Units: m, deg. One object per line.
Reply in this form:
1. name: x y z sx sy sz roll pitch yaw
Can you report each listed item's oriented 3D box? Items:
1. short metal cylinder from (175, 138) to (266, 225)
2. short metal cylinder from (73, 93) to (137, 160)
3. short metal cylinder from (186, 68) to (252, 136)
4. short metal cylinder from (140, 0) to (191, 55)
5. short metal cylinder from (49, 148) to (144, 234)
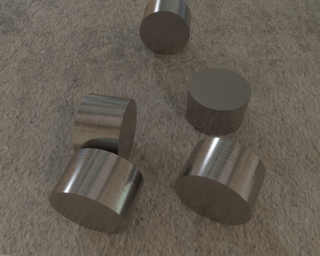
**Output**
1. short metal cylinder: 0.062 0.056 0.321 0.080 0.080 0.050 21 53 16
2. short metal cylinder: -0.062 0.002 0.365 0.050 0.080 0.080 9 51 7
3. short metal cylinder: 0.077 -0.036 0.418 0.081 0.050 0.080 0 50 0
4. short metal cylinder: 0.010 -0.169 0.510 0.080 0.080 0.050 5 50 4
5. short metal cylinder: -0.062 0.065 0.312 0.080 0.080 0.050 13 51 10
